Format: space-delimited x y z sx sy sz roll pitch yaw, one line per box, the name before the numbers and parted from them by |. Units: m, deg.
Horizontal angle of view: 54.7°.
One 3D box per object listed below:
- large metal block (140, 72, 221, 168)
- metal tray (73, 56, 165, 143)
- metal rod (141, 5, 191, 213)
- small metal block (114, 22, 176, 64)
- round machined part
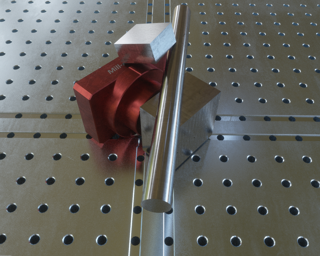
large metal block | 0.024 -0.007 0.374 0.050 0.080 0.080 35 58 25
metal tray | -0.044 -0.049 0.406 0.030 0.089 0.131 36 58 26
metal rod | 0.014 -0.051 0.346 0.025 0.025 0.300 5 50 4
small metal block | -0.017 -0.100 0.365 0.050 0.025 0.050 9 46 31
round machined part | -0.021 -0.029 0.390 0.042 0.097 0.099 35 58 25
